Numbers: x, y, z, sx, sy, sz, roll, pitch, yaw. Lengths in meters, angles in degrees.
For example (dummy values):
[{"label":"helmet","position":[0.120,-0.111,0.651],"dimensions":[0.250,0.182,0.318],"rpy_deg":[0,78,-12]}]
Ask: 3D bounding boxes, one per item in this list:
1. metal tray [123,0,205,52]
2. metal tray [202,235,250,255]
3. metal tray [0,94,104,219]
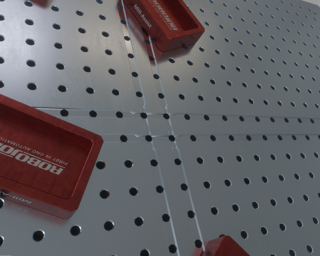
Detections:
[{"label":"metal tray","position":[0.005,-0.196,0.526],"dimensions":[0.091,0.030,0.130],"rpy_deg":[-26,76,-37]},{"label":"metal tray","position":[0.066,0.192,0.323],"dimensions":[0.090,0.030,0.131],"rpy_deg":[44,51,2]},{"label":"metal tray","position":[-0.134,0.027,0.315],"dimensions":[0.131,0.030,0.090],"rpy_deg":[24,53,-14]}]
